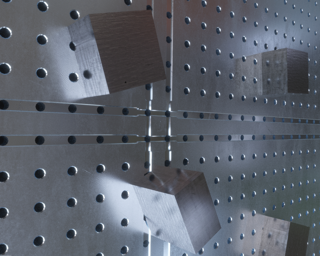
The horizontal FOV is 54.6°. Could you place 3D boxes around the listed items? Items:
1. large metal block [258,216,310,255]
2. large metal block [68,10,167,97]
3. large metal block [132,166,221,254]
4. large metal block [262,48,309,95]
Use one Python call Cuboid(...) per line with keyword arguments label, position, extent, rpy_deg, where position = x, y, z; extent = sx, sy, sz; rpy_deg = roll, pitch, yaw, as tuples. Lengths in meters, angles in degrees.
Cuboid(label="large metal block", position=(0.237, 0.218, 0.590), extent=(0.080, 0.050, 0.080), rpy_deg=(23, 75, -38))
Cuboid(label="large metal block", position=(-0.047, -0.085, 0.353), extent=(0.081, 0.050, 0.080), rpy_deg=(-22, 104, -38))
Cuboid(label="large metal block", position=(0.020, 0.098, 0.389), extent=(0.050, 0.080, 0.080), rpy_deg=(-31, 110, -36))
Cuboid(label="large metal block", position=(0.240, -0.104, 0.591), extent=(0.081, 0.050, 0.080), rpy_deg=(-3, 92, -40))
